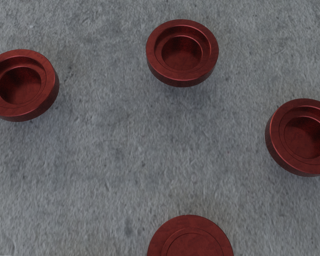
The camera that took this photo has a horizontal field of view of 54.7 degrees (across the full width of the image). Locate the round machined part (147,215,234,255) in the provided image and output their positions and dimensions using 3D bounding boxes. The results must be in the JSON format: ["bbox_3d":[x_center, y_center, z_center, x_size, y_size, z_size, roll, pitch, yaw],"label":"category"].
[{"bbox_3d":[0.034,0.147,0.346,0.099,0.042,0.098,0,70,-1],"label":"round machined part"}]

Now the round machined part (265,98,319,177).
[{"bbox_3d":[0.183,0.015,0.396,0.099,0.042,0.098,0,70,-1],"label":"round machined part"}]

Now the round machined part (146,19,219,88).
[{"bbox_3d":[0.030,-0.100,0.436,0.099,0.042,0.098,0,70,-1],"label":"round machined part"}]

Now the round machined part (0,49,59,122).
[{"bbox_3d":[-0.185,-0.053,0.416,0.099,0.042,0.098,0,70,-1],"label":"round machined part"}]
